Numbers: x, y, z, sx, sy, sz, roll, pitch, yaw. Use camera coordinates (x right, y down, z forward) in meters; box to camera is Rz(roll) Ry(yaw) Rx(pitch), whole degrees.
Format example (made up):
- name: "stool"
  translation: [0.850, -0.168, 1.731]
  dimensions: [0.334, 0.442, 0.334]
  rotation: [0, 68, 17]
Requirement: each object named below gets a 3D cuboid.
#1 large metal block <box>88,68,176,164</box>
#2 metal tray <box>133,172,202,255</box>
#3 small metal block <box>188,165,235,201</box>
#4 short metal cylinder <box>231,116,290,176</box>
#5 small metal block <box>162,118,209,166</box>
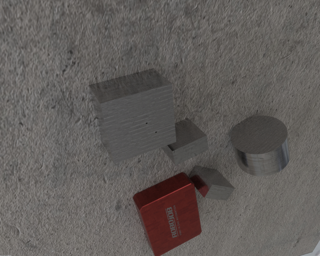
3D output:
- name: "large metal block"
  translation: [-0.030, -0.016, 0.364]
  dimensions: [0.081, 0.050, 0.079]
  rotation: [-18, 126, -18]
- name: "metal tray"
  translation: [0.016, 0.142, 0.500]
  dimensions: [0.091, 0.030, 0.129]
  rotation: [-23, 127, -15]
- name: "small metal block"
  translation: [0.080, 0.087, 0.488]
  dimensions: [0.050, 0.050, 0.025]
  rotation: [16, 110, -35]
- name: "short metal cylinder"
  translation: [0.153, 0.026, 0.471]
  dimensions: [0.080, 0.080, 0.050]
  rotation: [-31, 129, -9]
- name: "small metal block"
  translation: [0.030, 0.017, 0.417]
  dimensions: [0.050, 0.050, 0.025]
  rotation: [-24, 127, -14]
